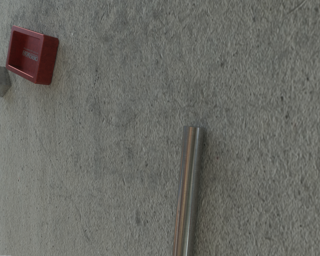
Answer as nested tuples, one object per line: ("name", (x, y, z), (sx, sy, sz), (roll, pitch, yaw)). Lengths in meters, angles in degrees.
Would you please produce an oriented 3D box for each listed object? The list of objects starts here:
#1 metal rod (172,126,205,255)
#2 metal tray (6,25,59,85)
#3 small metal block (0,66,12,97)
("metal rod", (0.028, 0.146, 0.380), (0.025, 0.025, 0.298), (8, 95, 39))
("metal tray", (-0.253, -0.144, 0.606), (0.130, 0.030, 0.089), (25, 106, 37))
("small metal block", (-0.364, -0.105, 0.701), (0.050, 0.025, 0.050), (-34, 69, 34))
